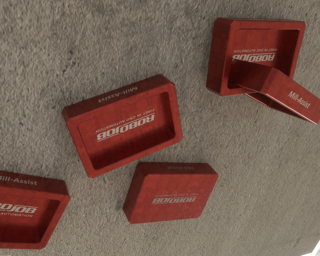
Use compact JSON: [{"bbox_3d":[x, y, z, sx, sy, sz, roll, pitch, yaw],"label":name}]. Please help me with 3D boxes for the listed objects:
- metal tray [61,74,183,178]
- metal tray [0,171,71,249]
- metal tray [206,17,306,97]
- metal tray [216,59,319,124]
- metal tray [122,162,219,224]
[{"bbox_3d":[-0.040,-0.003,0.379,0.131,0.030,0.089,-22,127,-15],"label":"metal tray"},{"bbox_3d":[-0.185,0.096,0.362,0.131,0.030,0.090,18,109,-35],"label":"metal tray"},{"bbox_3d":[0.125,-0.093,0.401,0.131,0.030,0.089,-10,118,-29],"label":"metal tray"},{"bbox_3d":[0.147,-0.049,0.412,0.131,0.090,0.030,20,98,-36],"label":"metal tray"},{"bbox_3d":[0.017,0.098,0.474,0.131,0.030,0.089,5,116,-31],"label":"metal tray"}]
